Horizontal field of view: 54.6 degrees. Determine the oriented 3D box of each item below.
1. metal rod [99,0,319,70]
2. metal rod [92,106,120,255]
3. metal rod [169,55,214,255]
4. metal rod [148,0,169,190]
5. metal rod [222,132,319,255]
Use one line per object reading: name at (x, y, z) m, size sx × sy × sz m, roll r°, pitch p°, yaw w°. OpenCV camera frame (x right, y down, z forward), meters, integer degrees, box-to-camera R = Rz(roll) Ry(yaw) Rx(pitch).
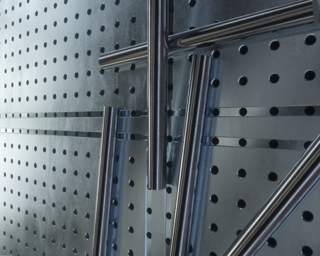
metal rod at (0.030, -0.107, 0.385) m, size 0.300 × 0.025 × 0.025 m, roll -2°, pitch 89°, yaw 40°
metal rod at (-0.087, 0.116, 0.482) m, size 0.025 × 0.025 × 0.298 m, roll 9°, pitch 96°, yaw 40°
metal rod at (0.034, 0.063, 0.381) m, size 0.025 × 0.025 × 0.298 m, roll 11°, pitch 97°, yaw 39°
metal rod at (-0.003, -0.068, 0.385) m, size 0.025 × 0.025 × 0.298 m, roll 10°, pitch 105°, yaw 39°
metal rod at (0.107, 0.099, 0.321) m, size 0.025 × 0.025 × 0.298 m, roll 43°, pitch 116°, yaw 31°
